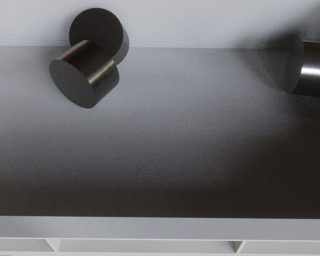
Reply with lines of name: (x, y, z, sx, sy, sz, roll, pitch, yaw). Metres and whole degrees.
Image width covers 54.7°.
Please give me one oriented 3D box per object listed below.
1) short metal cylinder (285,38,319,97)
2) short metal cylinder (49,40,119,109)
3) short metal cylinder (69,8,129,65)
short metal cylinder: (0.218, -0.086, 0.445, 0.050, 0.080, 0.080, 7, 50, 6)
short metal cylinder: (-0.104, -0.074, 0.430, 0.080, 0.080, 0.050, 26, 55, 19)
short metal cylinder: (-0.091, -0.136, 0.476, 0.080, 0.050, 0.079, 0, 91, 4)
